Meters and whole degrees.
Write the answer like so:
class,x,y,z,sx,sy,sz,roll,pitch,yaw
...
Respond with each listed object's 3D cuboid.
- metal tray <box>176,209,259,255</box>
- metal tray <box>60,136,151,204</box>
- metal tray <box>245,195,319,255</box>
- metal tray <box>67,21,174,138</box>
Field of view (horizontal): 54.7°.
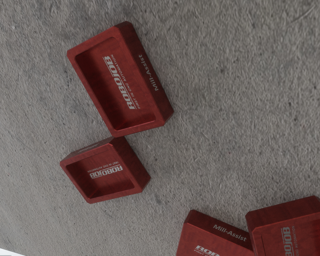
class,x,y,z,sx,sy,sz,roll,pitch,yaw
metal tray,0.095,0.187,0.469,0.130,0.030,0.089,20,126,16
metal tray,-0.090,0.069,0.493,0.130,0.030,0.090,-21,108,35
metal tray,0.165,0.153,0.386,0.090,0.030,0.129,-16,113,5
metal tray,-0.050,-0.056,0.394,0.090,0.030,0.130,-15,111,34
